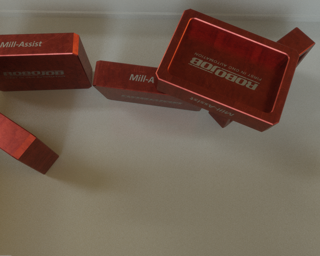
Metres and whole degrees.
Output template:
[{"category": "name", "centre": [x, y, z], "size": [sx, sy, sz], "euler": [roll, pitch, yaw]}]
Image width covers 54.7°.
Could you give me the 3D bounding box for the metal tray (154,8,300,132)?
[{"category": "metal tray", "centre": [0.070, -0.062, 0.329], "size": [0.131, 0.030, 0.090], "euler": [22, 74, 2]}]

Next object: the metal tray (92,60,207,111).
[{"category": "metal tray", "centre": [-0.009, -0.050, 0.390], "size": [0.131, 0.090, 0.030], "euler": [8, 85, 2]}]

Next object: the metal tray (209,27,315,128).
[{"category": "metal tray", "centre": [0.127, -0.062, 0.399], "size": [0.131, 0.090, 0.030], "euler": [-37, 75, -13]}]

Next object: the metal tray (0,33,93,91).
[{"category": "metal tray", "centre": [-0.162, -0.083, 0.403], "size": [0.131, 0.090, 0.030], "euler": [-2, 70, -1]}]

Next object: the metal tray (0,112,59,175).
[{"category": "metal tray", "centre": [-0.193, 0.002, 0.372], "size": [0.130, 0.090, 0.030], "euler": [31, 73, 10]}]
